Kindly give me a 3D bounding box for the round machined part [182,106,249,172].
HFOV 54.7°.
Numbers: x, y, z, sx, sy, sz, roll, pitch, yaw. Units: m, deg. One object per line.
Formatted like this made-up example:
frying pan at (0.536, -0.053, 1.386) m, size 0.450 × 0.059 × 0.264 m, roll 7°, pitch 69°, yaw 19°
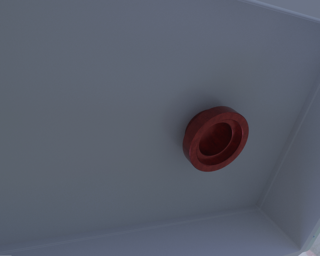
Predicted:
round machined part at (0.075, 0.012, 0.448) m, size 0.099 × 0.042 × 0.097 m, roll -14°, pitch 125°, yaw -21°
